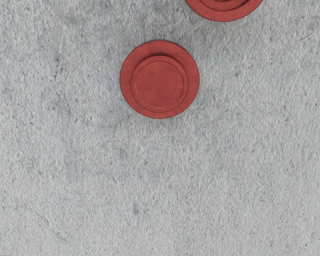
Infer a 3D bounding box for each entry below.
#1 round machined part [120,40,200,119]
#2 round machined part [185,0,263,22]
[{"bbox_3d":[0.000,-0.057,0.380,0.099,0.042,0.097,0,110,0],"label":"round machined part"},{"bbox_3d":[0.069,-0.168,0.339,0.099,0.042,0.097,0,110,0],"label":"round machined part"}]
